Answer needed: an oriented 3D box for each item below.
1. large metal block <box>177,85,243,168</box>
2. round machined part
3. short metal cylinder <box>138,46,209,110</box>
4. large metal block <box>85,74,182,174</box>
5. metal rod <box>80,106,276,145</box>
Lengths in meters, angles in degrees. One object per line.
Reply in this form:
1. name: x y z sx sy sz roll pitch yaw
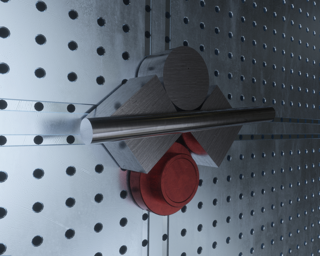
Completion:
1. large metal block: 0.062 -0.003 0.437 0.080 0.050 0.080 50 62 -29
2. round machined part: 0.013 0.066 0.405 0.099 0.042 0.097 0 90 -40
3. short metal cylinder: 0.018 -0.062 0.403 0.081 0.050 0.079 0 90 -40
4. large metal block: -0.026 -0.006 0.366 0.080 0.050 0.080 -47 120 -30
5. metal rod: 0.049 -0.009 0.378 0.302 0.025 0.025 -6 94 -39
